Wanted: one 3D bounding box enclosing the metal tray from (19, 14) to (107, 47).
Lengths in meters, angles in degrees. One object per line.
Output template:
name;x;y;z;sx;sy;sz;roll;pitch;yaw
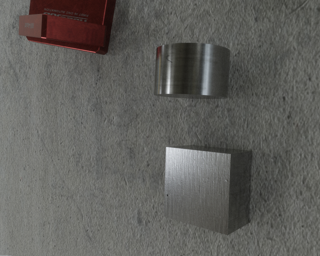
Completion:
metal tray;-0.150;-0.147;0.467;0.130;0.091;0.030;24;110;50

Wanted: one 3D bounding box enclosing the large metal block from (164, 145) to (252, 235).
large metal block;0.053;0.063;0.345;0.080;0.050;0.079;3;92;40

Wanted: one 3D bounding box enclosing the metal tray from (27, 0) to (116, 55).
metal tray;-0.140;-0.171;0.485;0.130;0.030;0.089;13;99;14

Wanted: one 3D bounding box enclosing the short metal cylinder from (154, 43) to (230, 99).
short metal cylinder;0.035;-0.059;0.340;0.080;0.081;0.050;5;93;40
